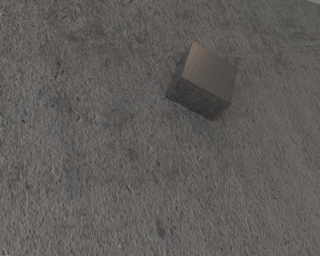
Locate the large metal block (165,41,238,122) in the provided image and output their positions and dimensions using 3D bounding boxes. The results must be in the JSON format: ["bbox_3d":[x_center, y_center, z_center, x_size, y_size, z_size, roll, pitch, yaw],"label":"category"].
[{"bbox_3d":[0.064,-0.069,0.464,0.080,0.050,0.080,27,52,-11],"label":"large metal block"}]
